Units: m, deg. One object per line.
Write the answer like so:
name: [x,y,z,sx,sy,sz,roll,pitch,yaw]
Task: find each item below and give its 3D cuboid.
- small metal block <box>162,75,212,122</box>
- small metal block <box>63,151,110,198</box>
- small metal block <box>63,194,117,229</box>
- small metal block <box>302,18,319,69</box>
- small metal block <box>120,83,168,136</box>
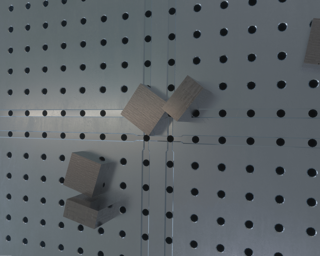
small metal block: [0.035,-0.035,0.387,0.025,0.050,0.050,42,103,15]
small metal block: [-0.107,0.066,0.451,0.050,0.025,0.050,19,96,19]
small metal block: [-0.097,0.114,0.434,0.050,0.050,0.025,15,95,19]
small metal block: [0.191,-0.091,0.345,0.050,0.025,0.050,12,94,19]
small metal block: [-0.016,-0.024,0.419,0.050,0.025,0.050,37,102,16]
